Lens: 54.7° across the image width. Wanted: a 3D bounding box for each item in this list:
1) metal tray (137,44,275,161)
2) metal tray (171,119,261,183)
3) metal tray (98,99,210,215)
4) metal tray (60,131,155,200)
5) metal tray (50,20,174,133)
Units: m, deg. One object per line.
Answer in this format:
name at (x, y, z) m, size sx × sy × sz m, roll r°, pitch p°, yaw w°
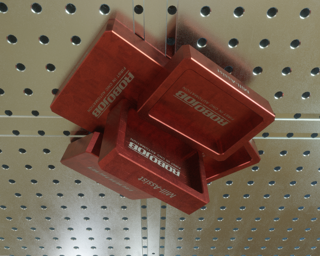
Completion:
metal tray at (0.051, -0.022, 0.351) m, size 0.131 × 0.030 × 0.090 m, roll 29°, pitch 124°, yaw -23°
metal tray at (0.063, 0.036, 0.438) m, size 0.130 × 0.030 × 0.090 m, roll -27°, pitch 126°, yaw 20°
metal tray at (-0.003, 0.033, 0.357) m, size 0.130 × 0.090 × 0.030 m, roll 33°, pitch 122°, yaw -25°
metal tray at (-0.061, 0.058, 0.433) m, size 0.130 × 0.030 × 0.090 m, roll 35°, pitch 147°, yaw -26°
metal tray at (-0.057, -0.048, 0.365) m, size 0.090 × 0.030 × 0.129 m, roll 32°, pitch 123°, yaw -25°
